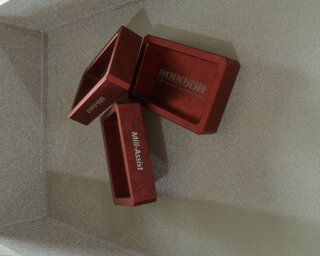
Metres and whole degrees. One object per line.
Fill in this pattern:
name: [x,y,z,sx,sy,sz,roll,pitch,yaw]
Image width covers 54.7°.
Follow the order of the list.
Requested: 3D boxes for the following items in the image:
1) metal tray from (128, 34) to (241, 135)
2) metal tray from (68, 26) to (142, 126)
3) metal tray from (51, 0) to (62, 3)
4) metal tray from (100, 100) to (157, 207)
metal tray: [0.023,-0.056,0.384,0.130,0.030,0.089,28,108,36]
metal tray: [-0.077,-0.067,0.425,0.129,0.030,0.090,-31,41,48]
metal tray: [-0.176,-0.304,0.552,0.090,0.030,0.129,-10,84,39]
metal tray: [-0.046,0.037,0.417,0.090,0.030,0.129,-26,73,63]
